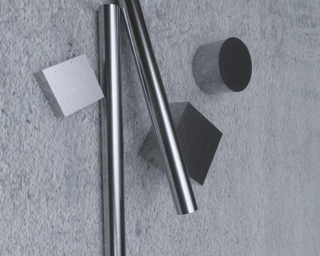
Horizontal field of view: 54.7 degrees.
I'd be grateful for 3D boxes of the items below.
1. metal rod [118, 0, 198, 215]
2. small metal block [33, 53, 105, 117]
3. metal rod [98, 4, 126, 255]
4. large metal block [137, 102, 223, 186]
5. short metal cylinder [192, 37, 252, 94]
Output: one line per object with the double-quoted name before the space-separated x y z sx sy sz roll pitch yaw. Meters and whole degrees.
"metal rod" -0.009 -0.050 0.357 0.025 0.025 0.298 -13 85 -40
"small metal block" -0.095 -0.045 0.327 0.050 0.025 0.050 -34 111 -35
"metal rod" -0.055 0.011 0.360 0.025 0.025 0.298 -2 92 -40
"large metal block" 0.029 0.021 0.415 0.080 0.050 0.080 39 66 -34
"short metal cylinder" 0.095 -0.092 0.471 0.081 0.050 0.079 0 90 -40
